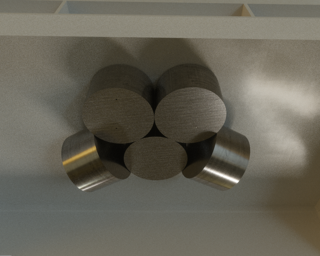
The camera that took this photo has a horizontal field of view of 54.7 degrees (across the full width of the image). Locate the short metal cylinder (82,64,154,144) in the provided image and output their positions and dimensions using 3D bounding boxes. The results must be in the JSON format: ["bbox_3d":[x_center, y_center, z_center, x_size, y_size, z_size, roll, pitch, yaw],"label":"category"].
[{"bbox_3d":[-0.047,-0.028,0.367,0.081,0.050,0.079,0,130,0],"label":"short metal cylinder"}]

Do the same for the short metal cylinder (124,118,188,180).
[{"bbox_3d":[-0.005,0.024,0.411,0.081,0.050,0.079,0,130,0],"label":"short metal cylinder"}]

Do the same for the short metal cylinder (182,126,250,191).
[{"bbox_3d":[0.070,0.035,0.401,0.050,0.080,0.080,24,126,-19],"label":"short metal cylinder"}]

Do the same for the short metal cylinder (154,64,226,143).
[{"bbox_3d":[0.034,-0.028,0.367,0.081,0.050,0.079,0,130,0],"label":"short metal cylinder"}]

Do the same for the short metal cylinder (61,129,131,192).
[{"bbox_3d":[-0.080,0.037,0.402,0.050,0.080,0.080,-24,126,19],"label":"short metal cylinder"}]
